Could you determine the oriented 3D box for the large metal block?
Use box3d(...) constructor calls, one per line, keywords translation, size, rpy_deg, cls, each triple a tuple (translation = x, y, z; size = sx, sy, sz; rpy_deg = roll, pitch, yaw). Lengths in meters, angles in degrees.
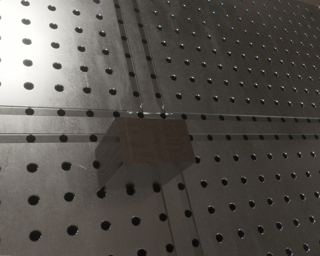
box3d(translation=(-0.020, 0.031, 0.345), size=(0.081, 0.080, 0.050), rpy_deg=(2, 61, -28), cls="large metal block")
